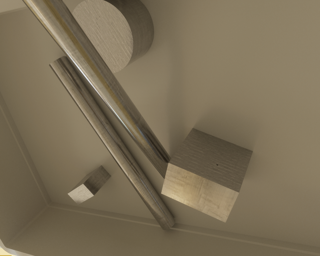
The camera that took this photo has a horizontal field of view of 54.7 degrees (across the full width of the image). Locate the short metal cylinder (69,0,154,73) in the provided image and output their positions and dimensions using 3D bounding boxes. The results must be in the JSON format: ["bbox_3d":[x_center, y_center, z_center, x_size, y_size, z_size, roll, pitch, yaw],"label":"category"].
[{"bbox_3d":[-0.054,-0.108,0.352,0.080,0.050,0.079,13,124,20],"label":"short metal cylinder"}]

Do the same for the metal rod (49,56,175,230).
[{"bbox_3d":[-0.064,0.031,0.459,0.025,0.025,0.299,-22,107,36],"label":"metal rod"}]

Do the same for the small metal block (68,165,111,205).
[{"bbox_3d":[-0.116,0.094,0.509,0.050,0.050,0.025,-34,100,38],"label":"small metal block"}]

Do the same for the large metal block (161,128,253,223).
[{"bbox_3d":[0.058,0.053,0.375,0.080,0.080,0.050,22,126,15],"label":"large metal block"}]

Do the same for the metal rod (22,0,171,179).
[{"bbox_3d":[-0.040,-0.020,0.334,0.025,0.025,0.300,0,145,28],"label":"metal rod"}]
